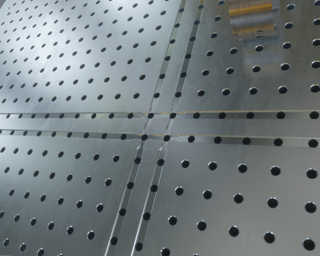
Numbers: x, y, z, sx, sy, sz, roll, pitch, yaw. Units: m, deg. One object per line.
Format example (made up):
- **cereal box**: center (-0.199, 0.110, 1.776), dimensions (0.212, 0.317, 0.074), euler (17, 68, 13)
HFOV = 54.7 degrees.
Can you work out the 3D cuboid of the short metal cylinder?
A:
- **short metal cylinder**: center (0.125, -0.157, 0.403), dimensions (0.050, 0.080, 0.080), euler (0, 62, 28)
